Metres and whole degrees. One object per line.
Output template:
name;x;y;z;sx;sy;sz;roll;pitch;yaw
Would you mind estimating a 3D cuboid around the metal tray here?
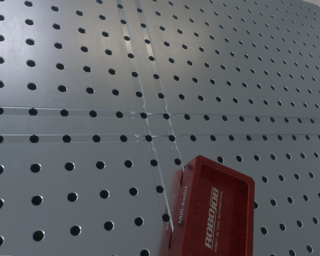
metal tray;0.067;0.107;0.374;0.090;0.030;0.130;24;53;-13
